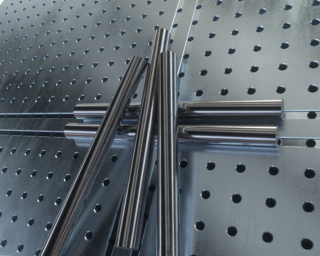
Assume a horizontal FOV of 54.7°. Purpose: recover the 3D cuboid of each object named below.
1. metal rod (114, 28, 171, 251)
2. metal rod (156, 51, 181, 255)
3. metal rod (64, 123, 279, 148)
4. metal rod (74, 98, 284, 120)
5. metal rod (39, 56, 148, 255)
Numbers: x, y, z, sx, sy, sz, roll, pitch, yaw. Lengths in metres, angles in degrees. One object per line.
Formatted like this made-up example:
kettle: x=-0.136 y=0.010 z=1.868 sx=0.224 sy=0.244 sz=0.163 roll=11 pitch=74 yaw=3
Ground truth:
metal rod: x=-0.015 y=-0.007 z=0.388 sx=0.025 sy=0.025 sz=0.299 roll=-6 pitch=59 yaw=25
metal rod: x=0.009 y=0.043 z=0.352 sx=0.025 sy=0.025 sz=0.299 roll=-10 pitch=64 yaw=22
metal rod: x=-0.005 y=0.007 z=0.406 sx=0.300 sy=0.025 sz=0.025 roll=1 pitch=62 yaw=28
metal rod: x=0.005 y=-0.023 z=0.419 sx=0.300 sy=0.025 sz=0.025 roll=1 pitch=62 yaw=28
metal rod: x=-0.085 y=0.041 z=0.402 sx=0.025 sy=0.025 sz=0.299 roll=15 pitch=76 yaw=34
